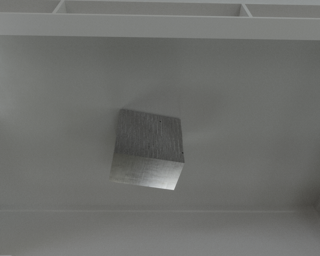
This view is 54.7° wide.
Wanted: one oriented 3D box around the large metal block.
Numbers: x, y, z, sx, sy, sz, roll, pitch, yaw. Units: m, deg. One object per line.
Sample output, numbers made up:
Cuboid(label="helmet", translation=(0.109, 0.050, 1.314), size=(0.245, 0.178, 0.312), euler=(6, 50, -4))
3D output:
Cuboid(label="large metal block", translation=(-0.017, 0.026, 0.392), size=(0.081, 0.080, 0.050), euler=(9, 129, -8))
